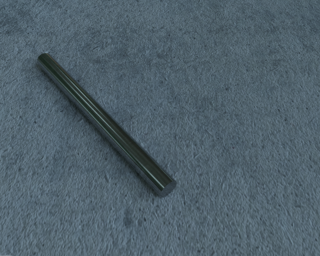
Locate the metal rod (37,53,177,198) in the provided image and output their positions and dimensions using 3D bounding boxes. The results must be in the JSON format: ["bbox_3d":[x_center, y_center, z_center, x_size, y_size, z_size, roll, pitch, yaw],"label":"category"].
[{"bbox_3d":[-0.087,-0.020,0.419,0.025,0.025,0.300,-33,57,-24],"label":"metal rod"}]
